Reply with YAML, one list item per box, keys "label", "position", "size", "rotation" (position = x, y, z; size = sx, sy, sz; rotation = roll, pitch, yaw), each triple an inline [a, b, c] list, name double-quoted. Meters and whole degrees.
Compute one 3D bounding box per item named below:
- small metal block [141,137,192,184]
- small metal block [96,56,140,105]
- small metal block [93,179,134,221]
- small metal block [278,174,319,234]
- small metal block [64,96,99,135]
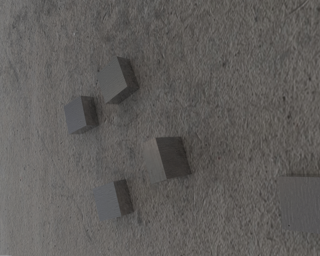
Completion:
- label: "small metal block"
  position: [0.008, 0.039, 0.382]
  size: [0.025, 0.050, 0.050]
  rotation: [-25, 74, 37]
- label: "small metal block"
  position: [-0.063, -0.069, 0.457]
  size: [0.050, 0.025, 0.050]
  rotation: [-32, 70, 35]
- label: "small metal block"
  position: [-0.070, 0.108, 0.463]
  size: [0.050, 0.025, 0.050]
  rotation: [-25, 75, 37]
- label: "small metal block"
  position: [0.142, 0.069, 0.288]
  size: [0.050, 0.025, 0.050]
  rotation: [-6, 86, 40]
- label: "small metal block"
  position: [-0.131, -0.020, 0.513]
  size: [0.050, 0.025, 0.050]
  rotation: [-23, 76, 37]
